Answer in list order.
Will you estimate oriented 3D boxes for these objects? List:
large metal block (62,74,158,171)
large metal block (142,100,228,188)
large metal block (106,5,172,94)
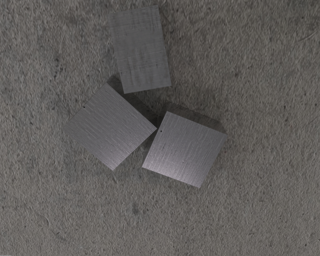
[{"bbox_3d":[-0.060,-0.008,0.393,0.080,0.050,0.080,43,104,-14],"label":"large metal block"},{"bbox_3d":[0.030,0.020,0.404,0.080,0.050,0.079,21,109,-8],"label":"large metal block"},{"bbox_3d":[-0.020,-0.090,0.347,0.050,0.080,0.079,-10,110,3],"label":"large metal block"}]
